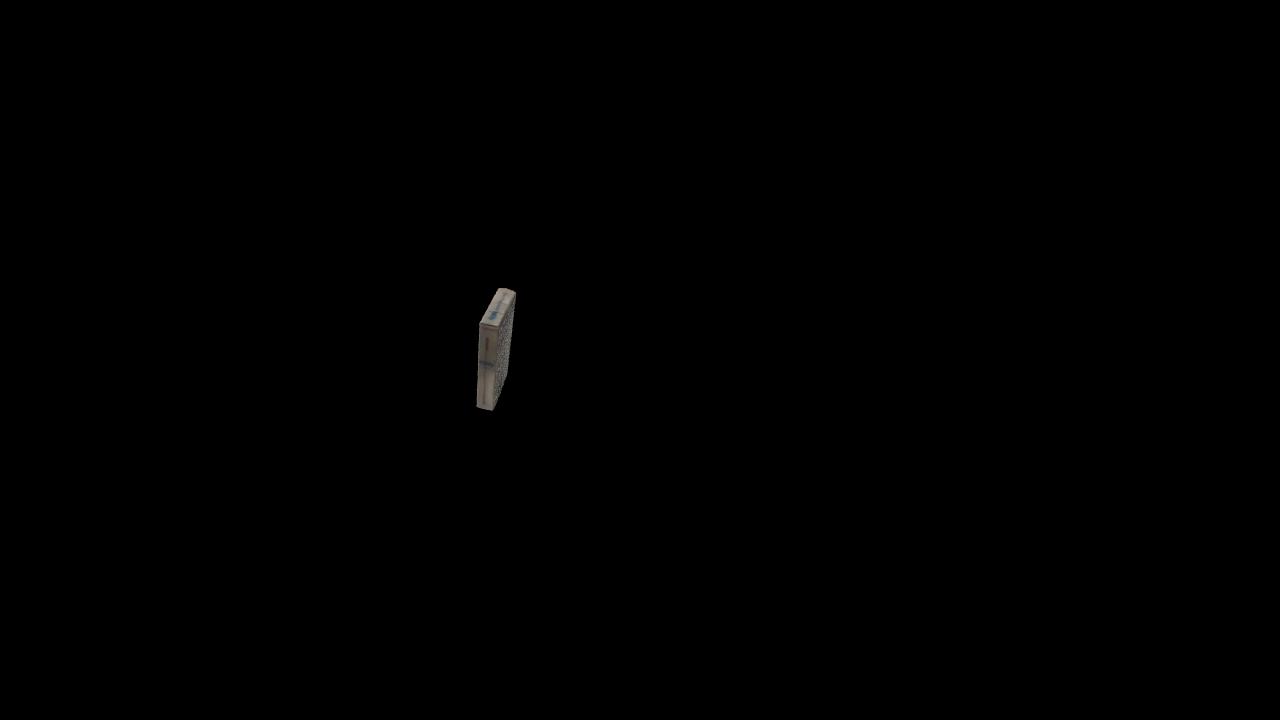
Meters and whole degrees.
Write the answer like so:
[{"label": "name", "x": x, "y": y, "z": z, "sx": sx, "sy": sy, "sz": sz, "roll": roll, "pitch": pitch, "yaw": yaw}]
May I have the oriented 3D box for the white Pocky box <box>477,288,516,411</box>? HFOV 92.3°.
[{"label": "white Pocky box", "x": -0.196, "y": -0.012, "z": 0.836, "sx": 0.028, "sy": 0.154, "sz": 0.084, "roll": 13, "pitch": 40, "yaw": -3}]
